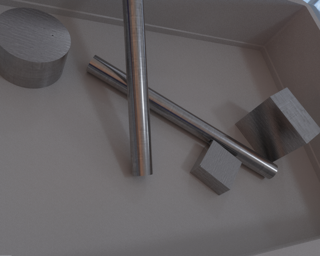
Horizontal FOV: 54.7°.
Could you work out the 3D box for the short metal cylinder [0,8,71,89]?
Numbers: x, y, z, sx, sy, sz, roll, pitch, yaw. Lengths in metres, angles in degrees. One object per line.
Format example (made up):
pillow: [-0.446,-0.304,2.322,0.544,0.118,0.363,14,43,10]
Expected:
short metal cylinder: [-0.151,-0.094,0.366,0.081,0.050,0.080,14,56,-21]

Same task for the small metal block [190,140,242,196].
small metal block: [0.076,0.053,0.416,0.050,0.025,0.050,39,51,-3]

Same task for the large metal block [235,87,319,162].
large metal block: [0.176,-0.001,0.469,0.050,0.080,0.080,-26,76,-37]

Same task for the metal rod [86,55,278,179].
metal rod: [0.037,-0.011,0.433,0.301,0.025,0.025,30,52,-9]

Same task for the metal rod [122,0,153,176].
metal rod: [-0.029,-0.094,0.368,0.025,0.025,0.298,-3,89,-30]
